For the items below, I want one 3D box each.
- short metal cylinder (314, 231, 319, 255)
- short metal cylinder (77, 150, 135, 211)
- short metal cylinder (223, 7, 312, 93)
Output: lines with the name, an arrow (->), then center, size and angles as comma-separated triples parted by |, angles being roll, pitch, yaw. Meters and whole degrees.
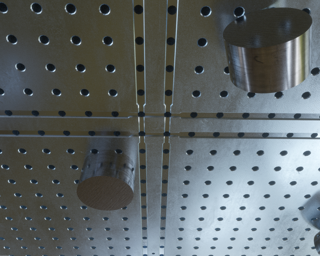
short metal cylinder -> 0.332, 0.212, 0.562 | 0.081, 0.080, 0.050 | 13, 129, -12
short metal cylinder -> -0.078, 0.079, 0.461 | 0.081, 0.050, 0.079 | 0, 130, 0
short metal cylinder -> 0.108, -0.079, 0.310 | 0.080, 0.080, 0.050 | -13, 129, 10
